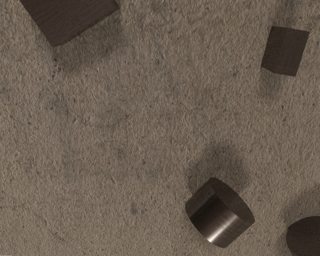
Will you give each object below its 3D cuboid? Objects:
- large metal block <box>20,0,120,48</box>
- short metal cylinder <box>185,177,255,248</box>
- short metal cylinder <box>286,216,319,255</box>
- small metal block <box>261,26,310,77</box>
[{"bbox_3d":[-0.102,-0.147,0.341,0.080,0.050,0.080,-29,108,10],"label":"large metal block"},{"bbox_3d":[0.081,0.114,0.424,0.080,0.080,0.050,37,106,-13],"label":"short metal cylinder"},{"bbox_3d":[0.232,0.175,0.448,0.080,0.080,0.050,-25,109,8],"label":"short metal cylinder"},{"bbox_3d":[0.145,-0.091,0.365,0.025,0.050,0.050,9,110,-4],"label":"small metal block"}]
